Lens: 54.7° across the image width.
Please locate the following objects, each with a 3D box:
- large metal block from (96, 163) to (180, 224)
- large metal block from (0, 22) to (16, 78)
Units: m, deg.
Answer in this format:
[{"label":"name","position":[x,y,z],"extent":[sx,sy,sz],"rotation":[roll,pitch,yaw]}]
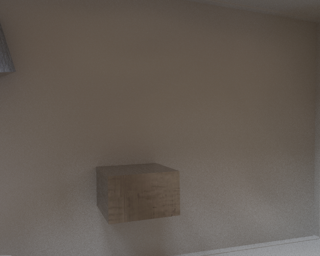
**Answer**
[{"label":"large metal block","position":[-0.029,0.074,0.371],"extent":[0.081,0.080,0.050],"rotation":[-1,91,-20]},{"label":"large metal block","position":[-0.201,-0.086,0.300],"extent":[0.050,0.080,0.080],"rotation":[-13,96,23]}]
